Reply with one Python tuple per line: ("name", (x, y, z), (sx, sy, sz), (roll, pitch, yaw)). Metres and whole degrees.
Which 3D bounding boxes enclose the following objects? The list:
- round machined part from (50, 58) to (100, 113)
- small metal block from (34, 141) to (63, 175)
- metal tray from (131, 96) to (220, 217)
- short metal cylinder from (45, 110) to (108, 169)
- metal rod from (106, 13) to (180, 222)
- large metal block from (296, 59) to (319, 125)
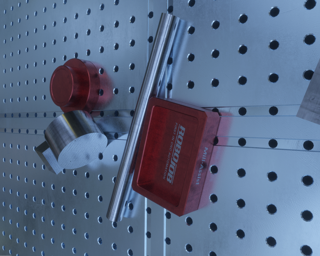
("round machined part", (-0.149, -0.069, 0.522), (0.098, 0.042, 0.097), (0, 90, 40))
("small metal block", (-0.173, 0.041, 0.523), (0.025, 0.050, 0.050), (15, 137, 39))
("metal tray", (0.016, 0.033, 0.392), (0.090, 0.030, 0.129), (20, 103, 38))
("short metal cylinder", (-0.130, 0.018, 0.481), (0.050, 0.081, 0.080), (51, 120, 27))
("metal rod", (-0.027, -0.005, 0.432), (0.025, 0.025, 0.298), (27, 107, 37))
("large metal block", (0.165, -0.017, 0.237), (0.080, 0.081, 0.050), (27, 107, 36))
